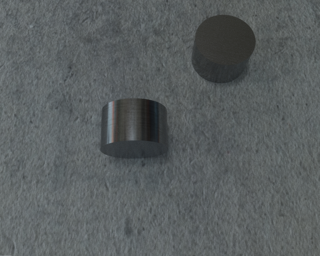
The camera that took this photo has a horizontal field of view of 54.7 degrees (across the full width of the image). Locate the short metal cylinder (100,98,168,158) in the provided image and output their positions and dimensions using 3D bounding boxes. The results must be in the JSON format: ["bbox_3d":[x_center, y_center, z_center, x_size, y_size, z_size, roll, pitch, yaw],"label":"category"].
[{"bbox_3d":[-0.031,0.003,0.377,0.081,0.080,0.050,-1,70,-1],"label":"short metal cylinder"}]

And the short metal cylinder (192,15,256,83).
[{"bbox_3d":[0.087,-0.110,0.436,0.081,0.050,0.080,0,70,0],"label":"short metal cylinder"}]
